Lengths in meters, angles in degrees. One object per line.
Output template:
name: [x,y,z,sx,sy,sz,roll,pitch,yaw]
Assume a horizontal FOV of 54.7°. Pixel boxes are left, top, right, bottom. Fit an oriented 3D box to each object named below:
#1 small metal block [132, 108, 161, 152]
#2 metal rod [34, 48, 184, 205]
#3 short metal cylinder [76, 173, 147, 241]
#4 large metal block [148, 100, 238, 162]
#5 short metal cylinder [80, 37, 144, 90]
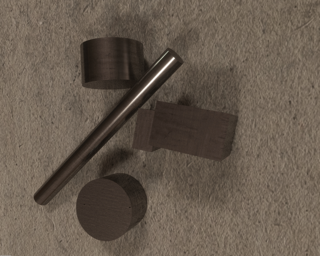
small metal block: [-0.012,0.002,0.398,0.025,0.050,0.050,10,94,13]
metal rod: [-0.081,0.012,0.412,0.299,0.025,0.025,-44,77,24]
short metal cylinder: [-0.064,0.104,0.417,0.080,0.050,0.079,0,90,19]
large metal block: [0.043,0.002,0.364,0.080,0.080,0.050,12,94,19]
short metal cylinder: [-0.061,-0.080,0.400,0.080,0.080,0.050,-3,89,19]
